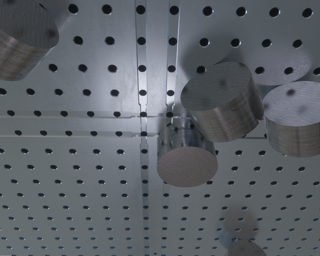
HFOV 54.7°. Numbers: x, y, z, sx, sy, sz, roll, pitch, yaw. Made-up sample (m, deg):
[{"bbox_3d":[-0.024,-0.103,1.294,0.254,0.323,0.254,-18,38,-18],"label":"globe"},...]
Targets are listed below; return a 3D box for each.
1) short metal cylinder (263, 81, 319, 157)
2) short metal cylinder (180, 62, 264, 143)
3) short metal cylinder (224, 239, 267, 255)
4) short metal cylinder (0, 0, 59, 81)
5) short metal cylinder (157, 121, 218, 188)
[{"bbox_3d":[0.166,-0.012,0.367,0.080,0.080,0.050,-15,129,12],"label":"short metal cylinder"},{"bbox_3d":[0.070,-0.030,0.351,0.080,0.080,0.050,-22,127,17],"label":"short metal cylinder"},{"bbox_3d":[0.165,0.268,0.605,0.081,0.080,0.050,8,130,-7],"label":"short metal cylinder"},{"bbox_3d":[-0.146,-0.092,0.296,0.050,0.080,0.080,-36,122,26],"label":"short metal cylinder"},{"bbox_3d":[0.036,0.037,0.427,0.081,0.050,0.079,0,130,0],"label":"short metal cylinder"}]
